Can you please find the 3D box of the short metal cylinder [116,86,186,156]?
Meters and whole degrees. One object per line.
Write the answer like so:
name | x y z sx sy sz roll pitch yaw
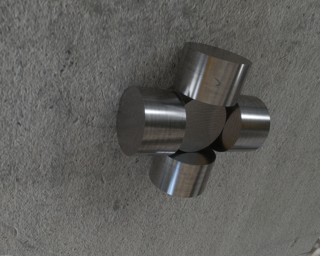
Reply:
short metal cylinder | -0.013 -0.007 0.363 0.050 0.080 0.079 2 118 -30

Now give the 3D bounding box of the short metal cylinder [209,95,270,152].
short metal cylinder | 0.102 -0.007 0.427 0.050 0.080 0.079 2 118 -30

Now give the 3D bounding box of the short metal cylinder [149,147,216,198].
short metal cylinder | 0.030 0.049 0.421 0.081 0.080 0.050 0 118 -29

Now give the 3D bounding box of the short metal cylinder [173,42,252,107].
short metal cylinder | 0.061 -0.065 0.366 0.081 0.080 0.050 1 118 -30

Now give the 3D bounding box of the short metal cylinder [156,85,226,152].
short metal cylinder | 0.039 -0.015 0.406 0.081 0.050 0.079 -14 125 -21
